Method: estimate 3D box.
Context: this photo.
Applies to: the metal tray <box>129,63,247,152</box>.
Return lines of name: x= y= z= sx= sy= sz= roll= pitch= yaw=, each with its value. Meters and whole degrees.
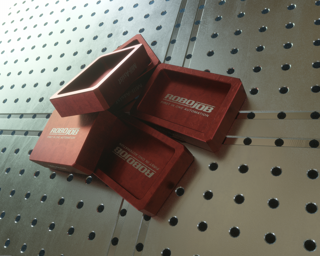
metal tray: x=0.034 y=-0.032 z=0.406 sx=0.130 sy=0.030 sz=0.090 roll=20 pitch=73 yaw=35

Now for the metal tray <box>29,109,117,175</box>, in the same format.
metal tray: x=-0.127 y=0.014 z=0.442 sx=0.130 sy=0.030 sz=0.090 roll=-1 pitch=61 yaw=44

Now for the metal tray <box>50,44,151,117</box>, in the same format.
metal tray: x=-0.080 y=-0.069 z=0.435 sx=0.090 sy=0.030 sz=0.130 roll=-6 pitch=35 yaw=34

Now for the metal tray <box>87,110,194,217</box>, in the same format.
metal tray: x=-0.034 y=0.039 z=0.398 sx=0.130 sy=0.030 sz=0.090 roll=28 pitch=78 yaw=37

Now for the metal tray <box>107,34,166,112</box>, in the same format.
metal tray: x=-0.063 y=-0.081 z=0.488 sx=0.130 sy=0.030 sz=0.090 roll=-34 pitch=50 yaw=5
